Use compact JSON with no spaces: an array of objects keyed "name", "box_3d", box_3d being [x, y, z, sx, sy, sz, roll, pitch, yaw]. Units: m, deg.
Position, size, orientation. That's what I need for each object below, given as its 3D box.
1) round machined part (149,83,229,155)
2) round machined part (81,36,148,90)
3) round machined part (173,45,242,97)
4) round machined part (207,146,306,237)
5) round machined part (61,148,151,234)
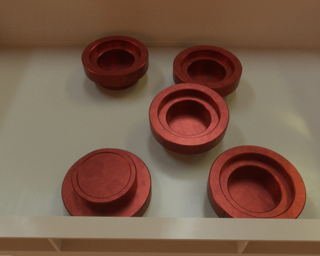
[{"name":"round machined part","box_3d":[0.036,-0.008,0.397,0.099,0.042,0.098,-1,55,1]},{"name":"round machined part","box_3d":[-0.066,-0.095,0.474,0.099,0.042,0.098,0,50,0]},{"name":"round machined part","box_3d":[0.068,-0.076,0.458,0.099,0.042,0.098,0,50,0]},{"name":"round machined part","box_3d":[0.100,0.070,0.336,0.099,0.042,0.098,0,50,0]},{"name":"round machined part","box_3d":[-0.059,0.061,0.342,0.099,0.042,0.098,0,50,0]}]
